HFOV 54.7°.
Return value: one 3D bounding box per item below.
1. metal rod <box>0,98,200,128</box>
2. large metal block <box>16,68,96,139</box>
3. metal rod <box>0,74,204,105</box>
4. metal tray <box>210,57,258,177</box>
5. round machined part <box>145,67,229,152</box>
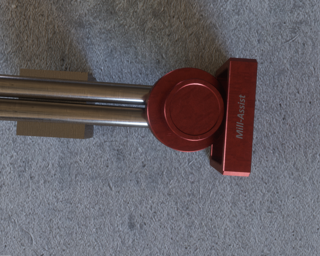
[{"bbox_3d":[-0.066,-0.015,0.365,0.302,0.025,0.025,3,90,-13],"label":"metal rod"},{"bbox_3d":[-0.128,-0.029,0.393,0.081,0.050,0.079,3,90,-1],"label":"large metal block"},{"bbox_3d":[-0.064,-0.042,0.365,0.302,0.025,0.025,2,90,-13],"label":"metal rod"},{"bbox_3d":[0.087,-0.012,0.379,0.030,0.090,0.129,4,90,0],"label":"metal tray"},{"bbox_3d":[0.034,-0.021,0.354,0.099,0.042,0.097,0,92,-11],"label":"round machined part"}]
